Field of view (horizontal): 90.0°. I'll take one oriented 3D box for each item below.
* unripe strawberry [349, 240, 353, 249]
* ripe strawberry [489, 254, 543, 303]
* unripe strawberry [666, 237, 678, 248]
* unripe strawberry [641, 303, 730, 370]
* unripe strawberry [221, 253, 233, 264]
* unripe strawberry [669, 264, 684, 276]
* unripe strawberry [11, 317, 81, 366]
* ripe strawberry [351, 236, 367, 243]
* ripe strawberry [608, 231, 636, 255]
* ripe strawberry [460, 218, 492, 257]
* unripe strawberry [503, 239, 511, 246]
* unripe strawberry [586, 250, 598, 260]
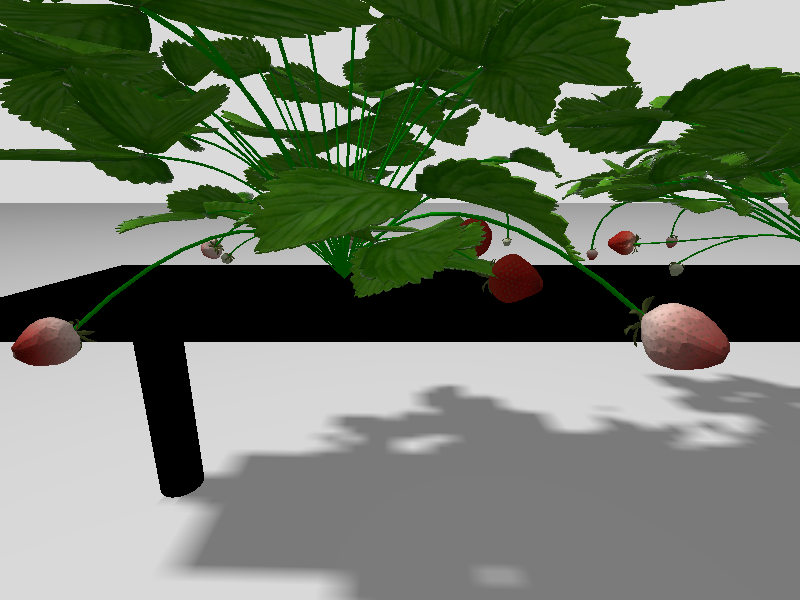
[{"bbox_3d":[-0.061,-0.068,0.491,0.010,0.011,0.011,-1,15,-4],"label":"unripe strawberry"},{"bbox_3d":[0.081,-0.014,0.277,0.035,0.034,0.032,12,19,29],"label":"ripe strawberry"},{"bbox_3d":[0.356,-0.076,0.525,0.013,0.014,0.015,-4,16,-14],"label":"unripe strawberry"},{"bbox_3d":[0.120,0.016,0.170,0.032,0.027,0.032,-13,33,-40],"label":"unripe strawberry"},{"bbox_3d":[-0.184,-0.043,0.425,0.012,0.012,0.011,-31,-2,31],"label":"unripe strawberry"},{"bbox_3d":[0.252,-0.027,0.366,0.010,0.012,0.012,13,16,1],"label":"unripe strawberry"},{"bbox_3d":[-0.156,0.020,0.176,0.021,0.022,0.022,9,25,29],"label":"unripe strawberry"},{"bbox_3d":[-0.059,-0.096,0.582,0.032,0.028,0.033,-1,15,-2],"label":"ripe strawberry"},{"bbox_3d":[0.267,-0.069,0.482,0.029,0.029,0.032,14,21,43],"label":"ripe strawberry"},{"bbox_3d":[0.086,-0.070,0.452,0.044,0.046,0.040,-11,19,-36],"label":"ripe strawberry"},{"bbox_3d":[0.141,-0.076,0.529,0.010,0.010,0.011,-14,21,-42],"label":"unripe strawberry"},{"bbox_3d":[0.209,-0.049,0.435,0.011,0.011,0.011,6,17,23],"label":"unripe strawberry"}]
